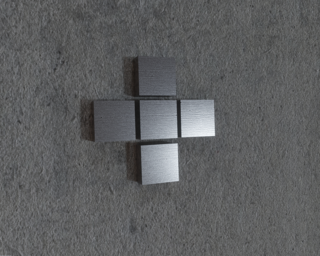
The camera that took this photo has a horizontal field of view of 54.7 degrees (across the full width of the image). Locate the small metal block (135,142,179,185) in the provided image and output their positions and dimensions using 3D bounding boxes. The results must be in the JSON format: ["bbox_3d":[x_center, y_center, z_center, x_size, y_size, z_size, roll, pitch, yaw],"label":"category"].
[{"bbox_3d":[-0.004,0.046,0.410,0.050,0.025,0.050,-2,91,-20],"label":"small metal block"}]

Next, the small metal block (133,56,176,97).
[{"bbox_3d":[-0.007,-0.067,0.408,0.050,0.025,0.050,-2,91,-20],"label":"small metal block"}]

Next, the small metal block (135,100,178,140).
[{"bbox_3d":[-0.006,-0.011,0.409,0.050,0.025,0.050,-2,91,-20],"label":"small metal block"}]

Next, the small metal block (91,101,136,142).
[{"bbox_3d":[-0.059,-0.009,0.389,0.050,0.025,0.050,-2,91,-20],"label":"small metal block"}]

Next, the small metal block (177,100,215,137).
[{"bbox_3d":[0.047,-0.013,0.429,0.050,0.025,0.050,-2,91,-20],"label":"small metal block"}]
